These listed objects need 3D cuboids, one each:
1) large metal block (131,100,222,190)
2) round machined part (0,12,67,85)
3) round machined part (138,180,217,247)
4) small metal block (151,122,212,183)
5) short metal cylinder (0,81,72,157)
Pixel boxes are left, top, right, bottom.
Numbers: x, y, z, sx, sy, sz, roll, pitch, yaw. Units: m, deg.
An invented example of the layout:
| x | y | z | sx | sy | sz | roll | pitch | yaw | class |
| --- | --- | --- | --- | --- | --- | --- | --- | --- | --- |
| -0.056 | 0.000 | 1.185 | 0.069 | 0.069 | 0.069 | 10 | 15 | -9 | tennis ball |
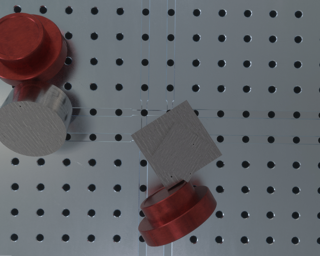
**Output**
| x | y | z | sx | sy | sz | roll | pitch | yaw | class |
| --- | --- | --- | --- | --- | --- | --- | --- | --- | --- |
| 0.020 | 0.021 | 0.401 | 0.080 | 0.050 | 0.080 | -33 | 90 | 0 | large metal block |
| -0.172 | -0.104 | 0.389 | 0.099 | 0.042 | 0.098 | 0 | 70 | 1 | round machined part |
| 0.015 | 0.096 | 0.377 | 0.098 | 0.098 | 0.042 | -30 | 91 | 0 | round machined part |
| 0.025 | 0.027 | 0.363 | 0.050 | 0.025 | 0.050 | 34 | 90 | 0 | small metal block |
| -0.153 | -0.011 | 0.381 | 0.081 | 0.050 | 0.079 | -3 | 126 | -4 | short metal cylinder |
